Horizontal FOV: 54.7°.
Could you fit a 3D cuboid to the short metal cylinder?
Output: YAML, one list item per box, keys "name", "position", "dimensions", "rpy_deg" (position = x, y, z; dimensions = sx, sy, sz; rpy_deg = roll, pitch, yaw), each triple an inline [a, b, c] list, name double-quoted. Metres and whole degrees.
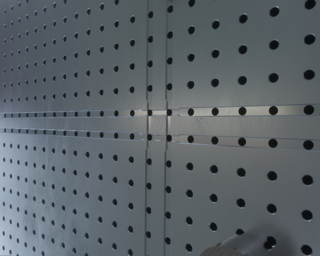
- name: "short metal cylinder"
  position: [0.083, 0.157, 0.324]
  dimensions: [0.080, 0.050, 0.079]
  rpy_deg: [0, 90, 40]
